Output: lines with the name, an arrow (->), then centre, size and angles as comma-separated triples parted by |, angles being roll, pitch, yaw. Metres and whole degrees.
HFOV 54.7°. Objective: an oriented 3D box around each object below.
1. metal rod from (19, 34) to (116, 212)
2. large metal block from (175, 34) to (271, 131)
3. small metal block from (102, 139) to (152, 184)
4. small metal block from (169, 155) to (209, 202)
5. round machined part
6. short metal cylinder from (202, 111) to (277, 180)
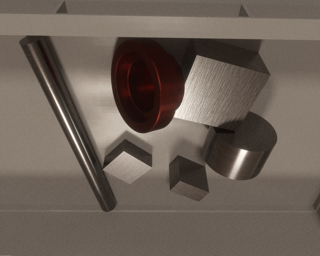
metal rod -> -0.111, 0.018, 0.422 | 0.025, 0.025, 0.298 | -8, 130, 6
large metal block -> 0.063, -0.049, 0.352 | 0.081, 0.050, 0.079 | 12, 129, -11
small metal block -> -0.047, 0.050, 0.451 | 0.050, 0.025, 0.050 | 34, 122, -26
small metal block -> 0.042, 0.074, 0.456 | 0.050, 0.050, 0.025 | 25, 126, -20
round machined part -> -0.011, -0.046, 0.333 | 0.042, 0.098, 0.097 | -15, 139, -33
short metal cylinder -> 0.098, 0.019, 0.391 | 0.081, 0.080, 0.050 | 7, 130, -6
